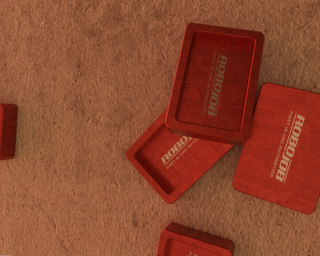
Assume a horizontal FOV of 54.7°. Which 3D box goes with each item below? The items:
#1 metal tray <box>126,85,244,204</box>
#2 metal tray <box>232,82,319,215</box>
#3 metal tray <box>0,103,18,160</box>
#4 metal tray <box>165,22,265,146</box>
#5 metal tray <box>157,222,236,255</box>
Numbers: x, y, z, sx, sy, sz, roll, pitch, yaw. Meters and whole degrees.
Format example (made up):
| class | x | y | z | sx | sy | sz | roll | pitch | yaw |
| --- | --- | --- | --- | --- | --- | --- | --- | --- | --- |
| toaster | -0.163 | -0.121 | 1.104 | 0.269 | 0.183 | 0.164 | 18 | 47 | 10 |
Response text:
| class | x | y | z | sx | sy | sz | roll | pitch | yaw |
| --- | --- | --- | --- | --- | --- | --- | --- | --- | --- |
| metal tray | 0.030 | 0.021 | 0.395 | 0.130 | 0.030 | 0.090 | -46 | 76 | 14 |
| metal tray | 0.145 | 0.021 | 0.355 | 0.090 | 0.030 | 0.129 | 17 | 96 | 19 |
| metal tray | -0.300 | 0.001 | 0.512 | 0.130 | 0.030 | 0.089 | 5 | 92 | 19 |
| metal tray | 0.063 | -0.051 | 0.356 | 0.090 | 0.030 | 0.129 | 11 | 78 | 8 |
| metal tray | 0.037 | 0.197 | 0.392 | 0.090 | 0.030 | 0.129 | 11 | 94 | 19 |
